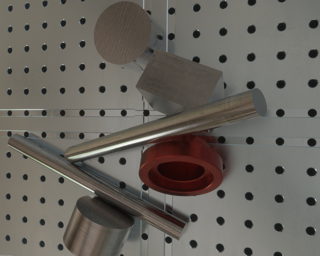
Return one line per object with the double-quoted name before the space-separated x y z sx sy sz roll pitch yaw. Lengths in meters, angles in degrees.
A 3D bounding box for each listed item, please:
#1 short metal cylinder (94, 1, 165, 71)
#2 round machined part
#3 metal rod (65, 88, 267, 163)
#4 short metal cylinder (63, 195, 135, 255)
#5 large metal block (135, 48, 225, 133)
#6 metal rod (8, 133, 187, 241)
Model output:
"short metal cylinder" -0.040 -0.120 0.413 0.080 0.050 0.080 0 90 20
"round machined part" 0.026 0.042 0.375 0.098 0.098 0.042 -10 50 20
"metal rod" -0.023 0.009 0.360 0.299 0.025 0.025 -16 84 42
"short metal cylinder" -0.081 0.132 0.412 0.080 0.080 0.050 25 99 18
"large metal block" 0.028 -0.042 0.368 0.080 0.080 0.050 24 82 18
"metal rod" -0.101 0.077 0.448 0.301 0.025 0.025 24 98 18
